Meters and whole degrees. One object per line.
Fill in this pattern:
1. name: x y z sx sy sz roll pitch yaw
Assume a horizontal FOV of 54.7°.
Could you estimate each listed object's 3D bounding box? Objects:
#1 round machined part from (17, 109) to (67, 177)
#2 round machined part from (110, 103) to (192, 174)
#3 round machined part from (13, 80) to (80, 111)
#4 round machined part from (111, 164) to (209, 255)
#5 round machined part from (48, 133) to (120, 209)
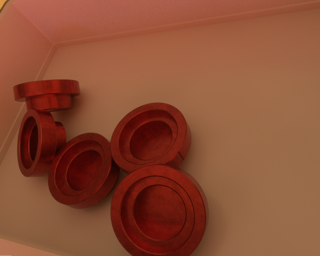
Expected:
1. round machined part: -0.171 0.022 0.454 0.098 0.042 0.097 -8 79 48
2. round machined part: -0.008 0.020 0.384 0.098 0.042 0.098 -12 54 17
3. round machined part: -0.177 -0.048 0.493 0.098 0.098 0.042 -7 92 25
4. round machined part: 0.002 0.086 0.324 0.098 0.042 0.097 -1 86 16
5. round machined part: -0.094 0.058 0.409 0.098 0.042 0.098 -13 56 21
